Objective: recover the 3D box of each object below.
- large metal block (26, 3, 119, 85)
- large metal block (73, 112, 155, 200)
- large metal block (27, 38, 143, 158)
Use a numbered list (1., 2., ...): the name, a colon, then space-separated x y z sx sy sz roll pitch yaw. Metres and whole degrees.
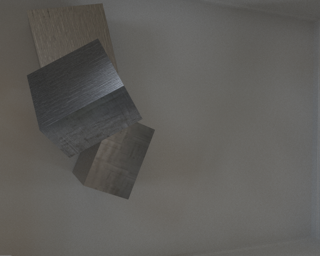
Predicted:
1. large metal block: -0.101 -0.092 0.360 0.081 0.050 0.080 -14 95 -20
2. large metal block: -0.057 0.028 0.360 0.050 0.080 0.080 24 82 -23
3. large metal block: -0.075 -0.031 0.306 0.080 0.080 0.050 -29 142 -2
